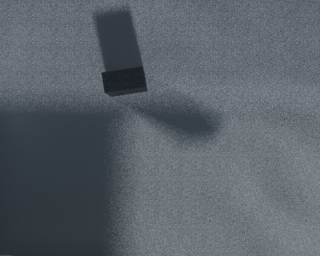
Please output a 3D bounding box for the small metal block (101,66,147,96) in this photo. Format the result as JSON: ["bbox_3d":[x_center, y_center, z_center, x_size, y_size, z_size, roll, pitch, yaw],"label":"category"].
[{"bbox_3d":[-0.044,-0.059,0.399,0.050,0.050,0.025,-9,90,0],"label":"small metal block"}]
